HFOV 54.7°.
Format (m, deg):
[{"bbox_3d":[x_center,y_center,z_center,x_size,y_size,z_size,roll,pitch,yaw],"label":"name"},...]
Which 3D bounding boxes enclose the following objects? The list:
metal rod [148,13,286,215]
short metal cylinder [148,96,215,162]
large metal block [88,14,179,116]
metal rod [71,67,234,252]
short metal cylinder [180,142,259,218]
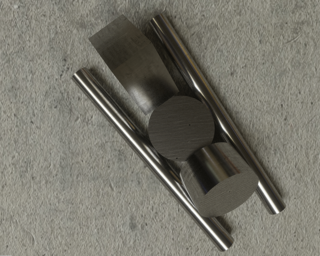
[{"bbox_3d":[0.076,-0.018,0.411,0.025,0.025,0.299,-33,90,0],"label":"metal rod"},{"bbox_3d":[0.026,0.001,0.399,0.081,0.050,0.080,0,90,0],"label":"short metal cylinder"},{"bbox_3d":[-0.031,-0.074,0.368,0.050,0.080,0.080,-36,49,0],"label":"large metal block"},{"bbox_3d":[-0.009,0.041,0.410,0.025,0.025,0.300,-41,90,0],"label":"metal rod"},{"bbox_3d":[0.071,0.064,0.378,0.080,0.080,0.050,-31,48,0],"label":"short metal cylinder"}]
